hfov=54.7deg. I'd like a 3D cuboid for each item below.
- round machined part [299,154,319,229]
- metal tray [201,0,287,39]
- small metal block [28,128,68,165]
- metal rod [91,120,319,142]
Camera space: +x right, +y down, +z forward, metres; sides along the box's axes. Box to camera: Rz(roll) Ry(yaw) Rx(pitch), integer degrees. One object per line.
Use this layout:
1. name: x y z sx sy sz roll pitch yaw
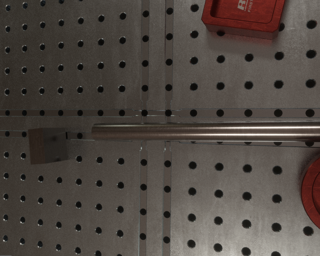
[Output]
1. round machined part: 0.203 0.068 0.332 0.098 0.042 0.097 0 90 19
2. metal tray: 0.109 -0.180 0.371 0.090 0.030 0.129 14 95 19
3. small metal block: -0.164 0.025 0.455 0.025 0.050 0.050 -6 88 20
4. metal rod: 0.051 0.005 0.394 0.301 0.025 0.025 0 90 19
